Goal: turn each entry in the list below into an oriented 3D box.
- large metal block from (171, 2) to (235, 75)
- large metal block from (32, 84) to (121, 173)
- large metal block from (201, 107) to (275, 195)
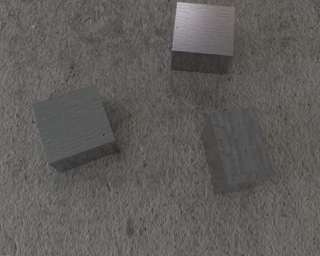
[{"bbox_3d":[0.060,-0.127,0.441,0.080,0.050,0.080,6,70,2],"label":"large metal block"},{"bbox_3d":[-0.104,0.001,0.394,0.080,0.050,0.080,-20,71,-7],"label":"large metal block"},{"bbox_3d":[0.087,0.031,0.368,0.050,0.080,0.080,-9,70,-3],"label":"large metal block"}]
